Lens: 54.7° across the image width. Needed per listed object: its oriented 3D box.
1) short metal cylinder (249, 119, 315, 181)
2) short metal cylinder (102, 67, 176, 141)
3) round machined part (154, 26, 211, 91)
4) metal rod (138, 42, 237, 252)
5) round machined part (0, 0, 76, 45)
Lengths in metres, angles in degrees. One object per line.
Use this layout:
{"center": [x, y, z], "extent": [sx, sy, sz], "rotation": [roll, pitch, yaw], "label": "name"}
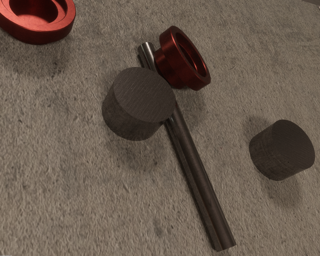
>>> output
{"center": [0.184, 0.034, 0.469], "extent": [0.081, 0.050, 0.080], "rotation": [14, 56, -21], "label": "short metal cylinder"}
{"center": [-0.027, -0.030, 0.393], "extent": [0.081, 0.050, 0.080], "rotation": [14, 56, -21], "label": "short metal cylinder"}
{"center": [0.029, -0.095, 0.452], "extent": [0.098, 0.042, 0.098], "rotation": [42, 30, -31], "label": "round machined part"}
{"center": [0.028, 0.010, 0.414], "extent": [0.025, 0.025, 0.299], "rotation": [-7, 65, -32], "label": "metal rod"}
{"center": [-0.162, -0.146, 0.395], "extent": [0.099, 0.042, 0.098], "rotation": [14, 56, -21], "label": "round machined part"}
